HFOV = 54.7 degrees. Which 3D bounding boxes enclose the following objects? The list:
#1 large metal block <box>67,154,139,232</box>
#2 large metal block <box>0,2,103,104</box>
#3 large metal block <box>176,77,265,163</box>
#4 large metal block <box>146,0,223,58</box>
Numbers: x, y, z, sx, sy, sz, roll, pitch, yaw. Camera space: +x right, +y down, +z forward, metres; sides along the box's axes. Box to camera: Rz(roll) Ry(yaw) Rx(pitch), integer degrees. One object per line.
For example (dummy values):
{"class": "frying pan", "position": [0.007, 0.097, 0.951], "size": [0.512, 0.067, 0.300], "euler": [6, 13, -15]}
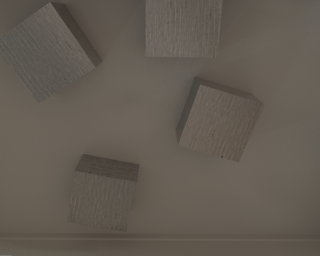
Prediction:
{"class": "large metal block", "position": [-0.077, 0.090, 0.430], "size": [0.081, 0.050, 0.079], "euler": [11, 110, -5]}
{"class": "large metal block", "position": [-0.127, -0.088, 0.364], "size": [0.080, 0.050, 0.080], "euler": [-30, 108, 10]}
{"class": "large metal block", "position": [0.072, -0.012, 0.395], "size": [0.080, 0.050, 0.079], "euler": [16, 109, -7]}
{"class": "large metal block", "position": [0.025, -0.124, 0.353], "size": [0.081, 0.050, 0.079], "euler": [1, 110, -1]}
